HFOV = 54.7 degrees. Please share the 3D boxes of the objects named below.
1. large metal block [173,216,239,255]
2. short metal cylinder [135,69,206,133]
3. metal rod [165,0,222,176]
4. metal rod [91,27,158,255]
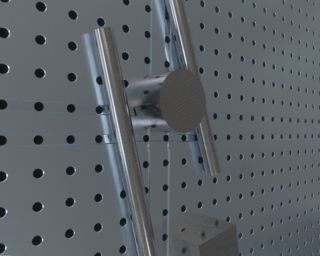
[{"bbox_3d":[0.070,0.187,0.453,0.081,0.050,0.079,-12,98,-39],"label":"large metal block"},{"bbox_3d":[0.014,-0.034,0.405,0.081,0.050,0.079,0,90,-40],"label":"short metal cylinder"},{"bbox_3d":[0.046,-0.073,0.447,0.025,0.025,0.298,-24,105,-38],"label":"metal rod"},{"bbox_3d":[-0.039,0.033,0.376,0.025,0.025,0.298,-18,101,-39],"label":"metal rod"}]
